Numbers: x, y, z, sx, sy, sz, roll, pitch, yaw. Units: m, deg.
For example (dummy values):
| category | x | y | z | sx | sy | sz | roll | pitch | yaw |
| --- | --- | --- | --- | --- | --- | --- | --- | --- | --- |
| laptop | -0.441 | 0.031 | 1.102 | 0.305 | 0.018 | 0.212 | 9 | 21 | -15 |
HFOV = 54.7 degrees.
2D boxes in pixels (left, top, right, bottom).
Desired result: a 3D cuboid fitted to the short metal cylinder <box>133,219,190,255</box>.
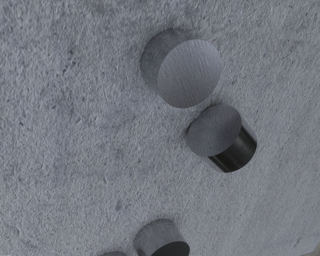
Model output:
| category | x | y | z | sx | sy | sz | roll | pitch | yaw |
| --- | --- | --- | --- | --- | --- | --- | --- | --- | --- |
| short metal cylinder | 0.002 | 0.199 | 0.515 | 0.081 | 0.050 | 0.079 | -14 | 124 | -21 |

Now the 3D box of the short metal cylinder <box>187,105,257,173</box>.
| category | x | y | z | sx | sy | sz | roll | pitch | yaw |
| --- | --- | --- | --- | --- | --- | --- | --- | --- | --- |
| short metal cylinder | 0.085 | 0.015 | 0.427 | 0.080 | 0.080 | 0.050 | -46 | 129 | 4 |

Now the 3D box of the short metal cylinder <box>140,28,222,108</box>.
| category | x | y | z | sx | sy | sz | roll | pitch | yaw |
| --- | --- | --- | --- | --- | --- | --- | --- | --- | --- |
| short metal cylinder | 0.024 | -0.070 | 0.360 | 0.081 | 0.050 | 0.079 | -14 | 124 | -21 |

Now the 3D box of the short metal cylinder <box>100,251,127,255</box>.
| category | x | y | z | sx | sy | sz | roll | pitch | yaw |
| --- | --- | --- | --- | --- | --- | --- | --- | --- | --- |
| short metal cylinder | -0.080 | 0.249 | 0.501 | 0.081 | 0.050 | 0.079 | -14 | 124 | -21 |
